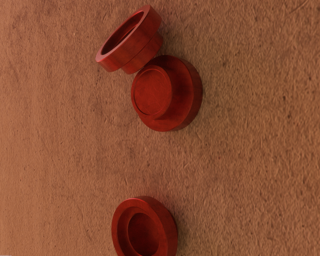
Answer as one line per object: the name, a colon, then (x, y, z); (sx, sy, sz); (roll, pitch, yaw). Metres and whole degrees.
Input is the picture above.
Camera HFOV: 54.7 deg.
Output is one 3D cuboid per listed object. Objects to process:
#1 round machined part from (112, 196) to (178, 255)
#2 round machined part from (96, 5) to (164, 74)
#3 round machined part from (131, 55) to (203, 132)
round machined part: (-0.015, 0.138, 0.407); (0.098, 0.042, 0.097); (0, 90, 40)
round machined part: (-0.034, -0.108, 0.401); (0.098, 0.042, 0.098); (-34, 30, 24)
round machined part: (0.001, -0.044, 0.393); (0.098, 0.042, 0.097); (0, 90, 40)
